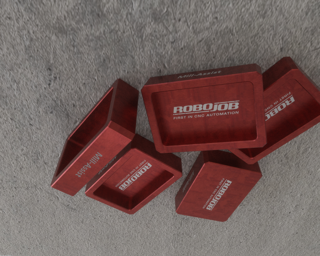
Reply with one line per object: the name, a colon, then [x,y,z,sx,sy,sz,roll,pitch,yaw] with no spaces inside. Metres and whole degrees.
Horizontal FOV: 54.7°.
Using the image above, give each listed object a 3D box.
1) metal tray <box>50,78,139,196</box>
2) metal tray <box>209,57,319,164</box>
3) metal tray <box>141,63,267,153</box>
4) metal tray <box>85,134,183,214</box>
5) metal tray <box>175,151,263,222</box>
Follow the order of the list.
metal tray: [-0.078,0.012,0.373,0.030,0.090,0.129,32,123,-24]
metal tray: [0.135,-0.016,0.391,0.090,0.030,0.130,34,122,-26]
metal tray: [0.052,-0.019,0.359,0.130,0.030,0.089,-5,117,17]
metal tray: [-0.041,0.074,0.466,0.090,0.030,0.129,31,123,-24]
metal tray: [0.087,0.093,0.484,0.091,0.030,0.129,13,129,-12]
